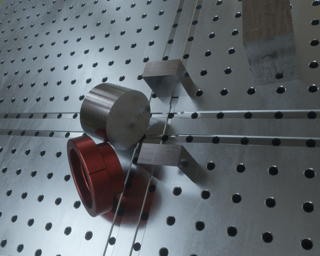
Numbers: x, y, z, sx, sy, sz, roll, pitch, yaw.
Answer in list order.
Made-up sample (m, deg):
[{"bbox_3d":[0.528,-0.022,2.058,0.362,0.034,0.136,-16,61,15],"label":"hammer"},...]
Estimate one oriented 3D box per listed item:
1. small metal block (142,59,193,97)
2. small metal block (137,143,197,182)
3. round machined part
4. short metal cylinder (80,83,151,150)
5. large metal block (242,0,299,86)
[{"bbox_3d":[0.011,-0.067,0.426,0.050,0.050,0.025,1,63,28],"label":"small metal block"},{"bbox_3d":[0.010,0.041,0.361,0.050,0.050,0.025,1,63,28],"label":"small metal block"},{"bbox_3d":[-0.077,0.055,0.379,0.042,0.097,0.098,-17,45,-27],"label":"round machined part"},{"bbox_3d":[-0.058,-0.016,0.412,0.050,0.080,0.080,20,72,35],"label":"short metal cylinder"},{"bbox_3d":[0.132,-0.109,0.370,0.050,0.080,0.080,-7,59,24],"label":"large metal block"}]
